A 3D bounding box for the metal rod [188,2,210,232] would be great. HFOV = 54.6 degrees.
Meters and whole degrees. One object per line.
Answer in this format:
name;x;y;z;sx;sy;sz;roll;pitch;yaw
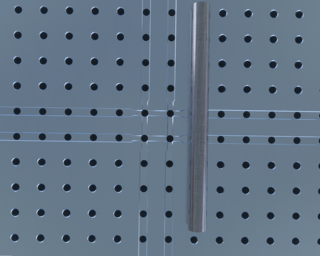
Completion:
metal rod;0.052;-0.014;0.413;0.025;0.025;0.298;1;90;0
